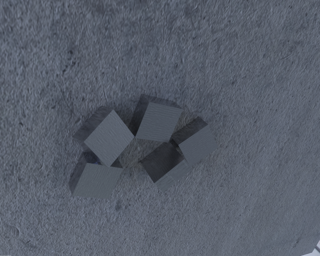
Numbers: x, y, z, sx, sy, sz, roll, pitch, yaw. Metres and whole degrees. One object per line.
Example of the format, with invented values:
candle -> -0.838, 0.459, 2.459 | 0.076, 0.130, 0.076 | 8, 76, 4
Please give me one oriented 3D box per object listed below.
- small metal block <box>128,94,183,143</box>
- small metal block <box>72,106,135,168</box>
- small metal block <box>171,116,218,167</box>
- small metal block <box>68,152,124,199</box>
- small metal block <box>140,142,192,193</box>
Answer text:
small metal block -> -0.006, -0.012, 0.396 | 0.050, 0.025, 0.050 | 10, 113, -33
small metal block -> -0.065, 0.010, 0.366 | 0.050, 0.025, 0.050 | -51, 132, -21
small metal block -> 0.050, 0.020, 0.446 | 0.050, 0.025, 0.050 | -34, 129, -6
small metal block -> -0.083, 0.062, 0.400 | 0.050, 0.025, 0.050 | 15, 111, -35
small metal block -> 0.007, 0.051, 0.426 | 0.050, 0.050, 0.025 | -39, 129, -2
